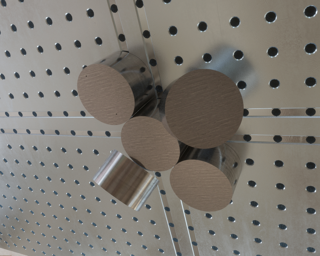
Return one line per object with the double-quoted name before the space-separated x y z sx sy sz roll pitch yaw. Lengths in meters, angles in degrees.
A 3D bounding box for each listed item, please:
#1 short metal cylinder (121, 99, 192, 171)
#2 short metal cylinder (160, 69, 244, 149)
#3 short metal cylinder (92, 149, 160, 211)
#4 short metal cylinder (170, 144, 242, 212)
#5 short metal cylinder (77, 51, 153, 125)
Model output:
"short metal cylinder" -0.003 0.009 0.400 0.080 0.050 0.079 13 124 20
"short metal cylinder" 0.042 -0.020 0.333 0.081 0.050 0.079 0 93 -7
"short metal cylinder" -0.047 0.073 0.436 0.080 0.050 0.080 35 171 7
"short metal cylinder" 0.059 0.060 0.400 0.080 0.050 0.079 13 124 20
"short metal cylinder" -0.056 -0.050 0.391 0.080 0.050 0.079 13 124 20
